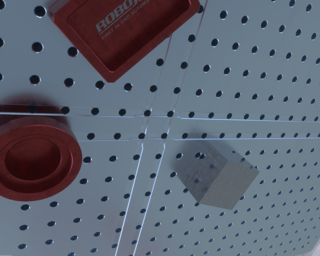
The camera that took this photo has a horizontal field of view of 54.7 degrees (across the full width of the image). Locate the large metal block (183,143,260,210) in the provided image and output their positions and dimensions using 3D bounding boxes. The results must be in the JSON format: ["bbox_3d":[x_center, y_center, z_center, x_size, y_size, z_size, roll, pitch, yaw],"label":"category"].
[{"bbox_3d":[0.098,0.079,0.497,0.080,0.050,0.080,21,107,-36],"label":"large metal block"}]

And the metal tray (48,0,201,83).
[{"bbox_3d":[-0.032,-0.120,0.315,0.130,0.030,0.090,-41,130,-1],"label":"metal tray"}]

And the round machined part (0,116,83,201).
[{"bbox_3d":[-0.140,0.030,0.342,0.099,0.042,0.097,-14,124,-21],"label":"round machined part"}]
